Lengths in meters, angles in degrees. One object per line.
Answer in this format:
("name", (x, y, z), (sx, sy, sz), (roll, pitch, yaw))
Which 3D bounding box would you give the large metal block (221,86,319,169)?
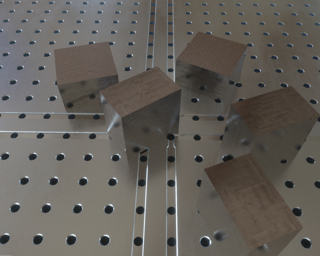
("large metal block", (0.126, 0.005, 0.369), (0.081, 0.080, 0.050), (-17, 52, -14))

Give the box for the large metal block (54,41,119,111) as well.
("large metal block", (-0.106, -0.078, 0.457), (0.081, 0.050, 0.080), (-12, 51, -10))

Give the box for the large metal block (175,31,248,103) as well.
("large metal block", (0.078, -0.095, 0.472), (0.080, 0.050, 0.080), (22, 53, 17))

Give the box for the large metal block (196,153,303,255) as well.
("large metal block", (0.079, 0.085, 0.301), (0.050, 0.080, 0.080), (-17, 52, -14))

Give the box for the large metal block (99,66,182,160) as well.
("large metal block", (-0.022, -0.018, 0.388), (0.080, 0.080, 0.050), (-28, 56, -21))
